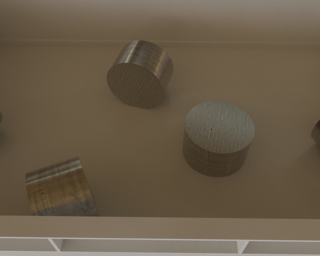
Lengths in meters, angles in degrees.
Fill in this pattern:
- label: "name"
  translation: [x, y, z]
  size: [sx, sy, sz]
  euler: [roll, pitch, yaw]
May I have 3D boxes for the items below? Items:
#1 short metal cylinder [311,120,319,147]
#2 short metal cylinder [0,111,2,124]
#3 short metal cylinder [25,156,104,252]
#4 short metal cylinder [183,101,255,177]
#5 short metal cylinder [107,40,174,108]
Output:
- label: "short metal cylinder"
  translation: [0.231, 0.005, 0.366]
  size: [0.081, 0.080, 0.050]
  euler: [-18, 52, -14]
- label: "short metal cylinder"
  translation: [-0.244, -0.009, 0.375]
  size: [0.080, 0.080, 0.050]
  euler: [7, 51, 6]
- label: "short metal cylinder"
  translation: [-0.093, 0.073, 0.307]
  size: [0.050, 0.080, 0.080]
  euler: [-19, 53, -15]
- label: "short metal cylinder"
  translation: [0.069, 0.013, 0.378]
  size: [0.080, 0.050, 0.080]
  euler: [0, 50, 0]
- label: "short metal cylinder"
  translation: [-0.027, -0.073, 0.431]
  size: [0.080, 0.080, 0.050]
  euler: [13, 51, 10]
